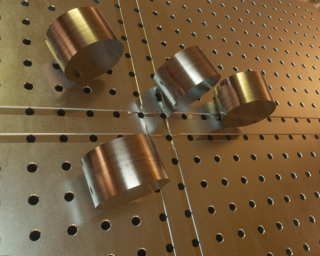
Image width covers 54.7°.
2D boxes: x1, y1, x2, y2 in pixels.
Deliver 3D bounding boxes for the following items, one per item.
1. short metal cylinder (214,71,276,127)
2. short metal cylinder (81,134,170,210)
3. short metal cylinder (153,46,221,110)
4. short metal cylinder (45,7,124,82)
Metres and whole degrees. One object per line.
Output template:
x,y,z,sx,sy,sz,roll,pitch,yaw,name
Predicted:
0.127,-0.042,0.469,0.081,0.080,0.050,3,61,-27,short metal cylinder
-0.036,0.047,0.326,0.081,0.080,0.050,-10,67,-33,short metal cylinder
0.038,-0.069,0.438,0.081,0.080,0.050,-25,76,-37,short metal cylinder
-0.093,-0.102,0.386,0.081,0.080,0.050,-23,75,-37,short metal cylinder
